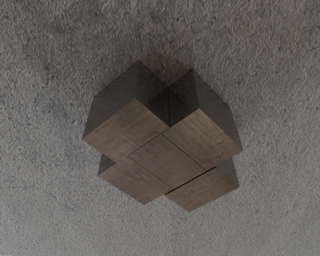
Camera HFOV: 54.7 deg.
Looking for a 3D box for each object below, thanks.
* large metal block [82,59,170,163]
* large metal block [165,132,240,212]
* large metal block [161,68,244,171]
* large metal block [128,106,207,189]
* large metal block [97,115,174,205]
[{"bbox_3d":[-0.037,-0.020,0.356,0.080,0.080,0.050,-34,122,25],"label":"large metal block"},{"bbox_3d":[0.052,0.054,0.420,0.080,0.080,0.050,-34,122,25],"label":"large metal block"},{"bbox_3d":[0.047,-0.010,0.365,0.050,0.080,0.080,-35,122,25],"label":"large metal block"},{"bbox_3d":[0.009,0.015,0.387,0.050,0.080,0.080,-35,122,25],"label":"large metal block"},{"bbox_3d":[-0.029,0.041,0.408,0.050,0.080,0.080,-35,122,25],"label":"large metal block"}]
